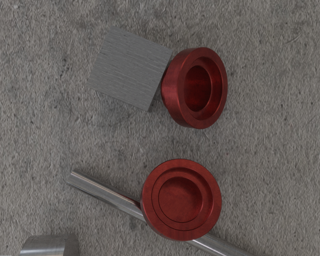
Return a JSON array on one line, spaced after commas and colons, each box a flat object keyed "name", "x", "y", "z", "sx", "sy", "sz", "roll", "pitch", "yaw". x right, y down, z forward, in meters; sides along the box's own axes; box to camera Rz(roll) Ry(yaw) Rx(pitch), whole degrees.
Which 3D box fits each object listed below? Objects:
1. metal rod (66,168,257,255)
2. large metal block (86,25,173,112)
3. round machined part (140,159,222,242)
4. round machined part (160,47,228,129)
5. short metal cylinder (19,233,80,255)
[{"name": "metal rod", "x": 0.018, "y": 0.130, "z": 0.410, "sx": 0.301, "sy": 0.025, "sz": 0.025, "roll": 26, "pitch": 90, "yaw": 0}, {"name": "large metal block", "x": -0.037, "y": -0.072, "z": 0.397, "sx": 0.080, "sy": 0.050, "sz": 0.080, "roll": 23, "pitch": 90, "yaw": 0}, {"name": "round machined part", "x": 0.024, "y": 0.091, "z": 0.390, "sx": 0.099, "sy": 0.042, "sz": 0.098, "roll": 4, "pitch": 67, "yaw": -10}, {"name": "round machined part", "x": 0.039, "y": -0.049, "z": 0.385, "sx": 0.099, "sy": 0.042, "sz": 0.097, "roll": -9, "pitch": 102, "yaw": -44}, {"name": "short metal cylinder", "x": -0.134, "y": 0.173, "z": 0.382, "sx": 0.050, "sy": 0.080, "sz": 0.080, "roll": -3, "pitch": 90, "yaw": 0}]
